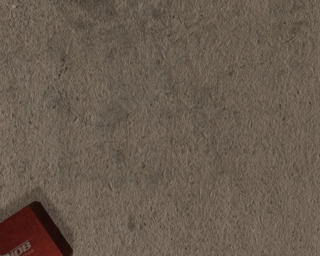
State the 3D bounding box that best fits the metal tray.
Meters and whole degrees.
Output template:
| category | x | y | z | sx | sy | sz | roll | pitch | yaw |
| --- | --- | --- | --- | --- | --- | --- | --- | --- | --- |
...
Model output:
| category | x | y | z | sx | sy | sz | roll | pitch | yaw |
| --- | --- | --- | --- | --- | --- | --- | --- | --- | --- |
| metal tray | -0.195 | 0.169 | 0.405 | 0.130 | 0.030 | 0.090 | -34 | 90 | -1 |
